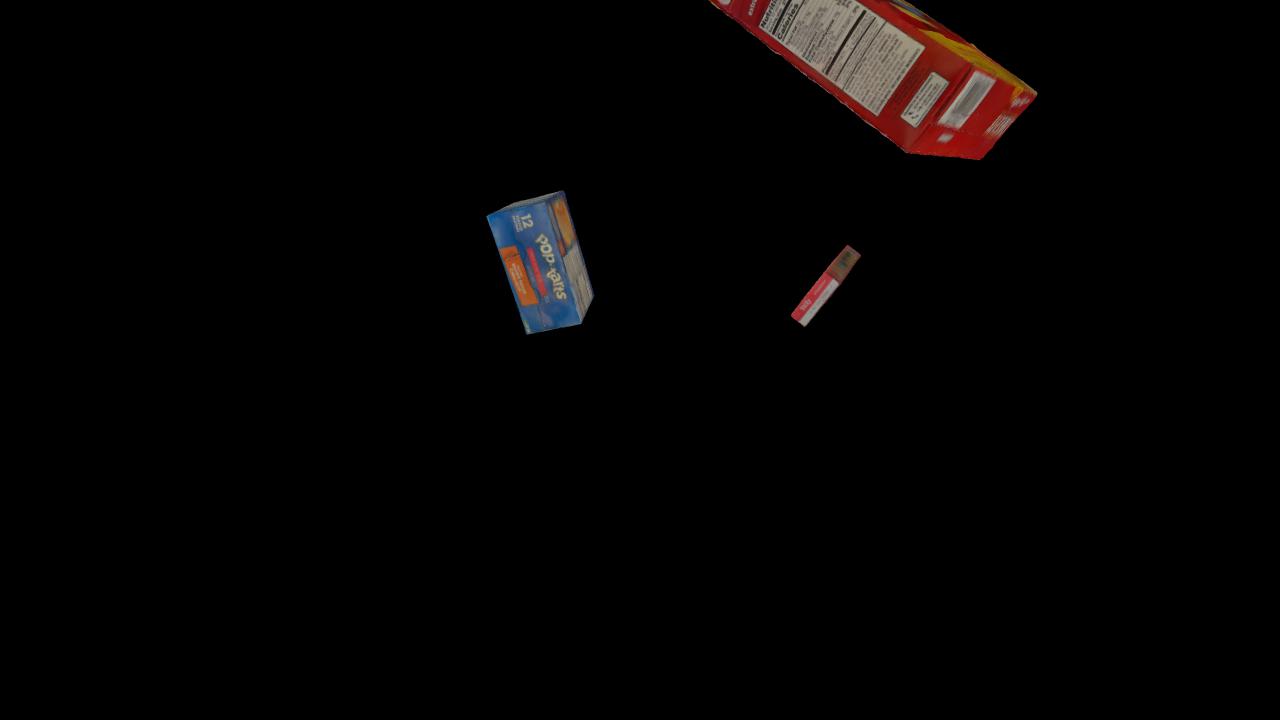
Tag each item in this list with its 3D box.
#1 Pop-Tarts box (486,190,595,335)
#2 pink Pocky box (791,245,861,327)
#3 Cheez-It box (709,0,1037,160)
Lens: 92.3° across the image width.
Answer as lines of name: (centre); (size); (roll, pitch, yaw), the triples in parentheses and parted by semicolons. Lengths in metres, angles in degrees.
Pop-Tarts box: (-0.132, -0.140, 0.862); (0.083, 0.167, 0.141); (-13, 20, 8)
pink Pocky box: (0.274, -0.111, 0.902); (0.029, 0.084, 0.155); (39, 37, 8)
Cheez-It box: (0.182, -0.251, 0.487); (0.166, 0.223, 0.071); (-16, -31, -44)
